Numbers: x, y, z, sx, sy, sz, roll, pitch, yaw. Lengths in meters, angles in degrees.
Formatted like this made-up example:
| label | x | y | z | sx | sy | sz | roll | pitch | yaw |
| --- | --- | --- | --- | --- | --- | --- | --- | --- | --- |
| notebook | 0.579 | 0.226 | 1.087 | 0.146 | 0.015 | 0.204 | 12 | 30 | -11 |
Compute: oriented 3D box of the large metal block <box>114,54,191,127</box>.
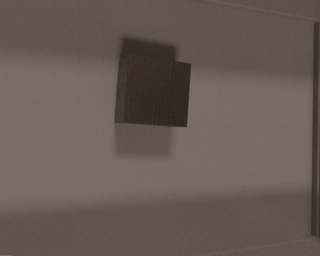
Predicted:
| label | x | y | z | sx | sy | sz | roll | pitch | yaw |
| --- | --- | --- | --- | --- | --- | --- | --- | --- | --- |
| large metal block | -0.010 | -0.044 | 0.394 | 0.081 | 0.050 | 0.080 | 4 | 89 | -20 |
